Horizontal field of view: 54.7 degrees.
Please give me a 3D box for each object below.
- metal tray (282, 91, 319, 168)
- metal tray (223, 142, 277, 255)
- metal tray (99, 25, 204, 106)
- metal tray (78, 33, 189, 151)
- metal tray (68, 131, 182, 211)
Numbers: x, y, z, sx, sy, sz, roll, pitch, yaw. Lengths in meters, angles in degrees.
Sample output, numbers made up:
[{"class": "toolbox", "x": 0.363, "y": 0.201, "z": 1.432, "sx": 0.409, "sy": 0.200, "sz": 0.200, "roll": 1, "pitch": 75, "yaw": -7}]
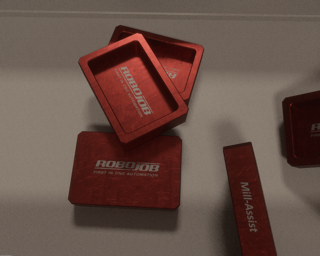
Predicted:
[{"class": "metal tray", "x": 0.217, "y": -0.003, "z": 0.363, "sx": 0.130, "sy": 0.030, "sz": 0.090, "roll": -12, "pitch": 71, "yaw": 41}, {"class": "metal tray", "x": 0.101, "y": 0.090, "z": 0.338, "sx": 0.030, "sy": 0.090, "sz": 0.130, "roll": -13, "pitch": 67, "yaw": 16}, {"class": "metal tray", "x": -0.012, "y": -0.087, "z": 0.438, "sx": 0.131, "sy": 0.030, "sz": 0.090, "roll": 16, "pitch": 71, "yaw": 5}, {"class": "metal tray", "x": -0.034, "y": -0.048, "z": 0.391, "sx": 0.090, "sy": 0.030, "sz": 0.130, "roll": -27, "pitch": 73, "yaw": -10}, {"class": "metal tray", "x": -0.040, "y": 0.054, "z": 0.387, "sx": 0.131, "sy": 0.030, "sz": 0.090, "roll": 3, "pitch": 70, "yaw": 0}]
